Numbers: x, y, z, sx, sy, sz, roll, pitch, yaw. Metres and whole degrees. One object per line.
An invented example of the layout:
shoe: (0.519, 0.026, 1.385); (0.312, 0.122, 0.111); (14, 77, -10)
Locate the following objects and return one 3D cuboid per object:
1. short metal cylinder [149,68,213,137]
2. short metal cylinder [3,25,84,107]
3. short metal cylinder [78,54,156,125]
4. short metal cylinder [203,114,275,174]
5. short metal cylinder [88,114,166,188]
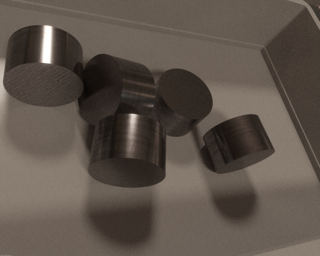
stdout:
short metal cylinder: (0.025, -0.034, 0.426); (0.081, 0.050, 0.080); (14, 56, -21)
short metal cylinder: (-0.126, -0.066, 0.343); (0.081, 0.080, 0.050); (6, 59, -26)
short metal cylinder: (-0.052, -0.041, 0.362); (0.050, 0.080, 0.080); (4, 58, -48)
short metal cylinder: (0.104, 0.023, 0.415); (0.081, 0.080, 0.050); (-5, 65, -31)
short metal cylinder: (-0.034, 0.027, 0.337); (0.081, 0.080, 0.050); (15, 56, -21)
